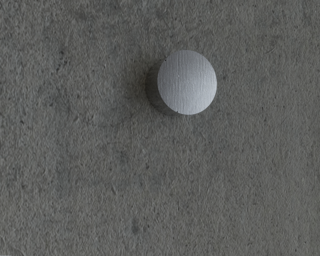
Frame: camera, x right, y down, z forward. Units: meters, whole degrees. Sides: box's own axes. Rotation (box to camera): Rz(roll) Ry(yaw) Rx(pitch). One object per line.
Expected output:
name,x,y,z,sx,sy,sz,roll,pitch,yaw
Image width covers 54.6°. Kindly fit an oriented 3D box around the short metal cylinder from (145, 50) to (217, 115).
short metal cylinder,0.026,-0.056,0.405,0.081,0.050,0.080,0,90,-20
